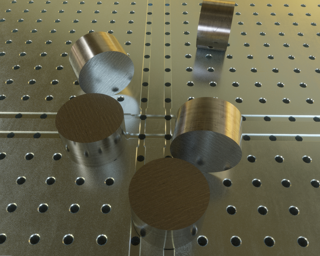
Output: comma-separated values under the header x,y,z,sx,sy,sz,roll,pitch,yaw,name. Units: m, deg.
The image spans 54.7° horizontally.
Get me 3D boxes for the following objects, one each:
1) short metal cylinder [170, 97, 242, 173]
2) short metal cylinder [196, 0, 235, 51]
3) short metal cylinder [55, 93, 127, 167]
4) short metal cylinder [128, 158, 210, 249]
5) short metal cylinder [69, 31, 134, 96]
x,y,z,sx,sy,sz,roll,pitch,yaw,name
0.055,0.010,0.365,0.080,0.080,0.050,8,51,6,short metal cylinder
0.092,-0.172,0.518,0.050,0.080,0.080,10,51,8,short metal cylinder
-0.084,0.002,0.389,0.081,0.050,0.080,0,50,0,short metal cylinder
0.009,0.078,0.326,0.081,0.050,0.080,0,50,0,short metal cylinder
-0.084,-0.090,0.447,0.081,0.080,0.050,-20,53,-16,short metal cylinder
